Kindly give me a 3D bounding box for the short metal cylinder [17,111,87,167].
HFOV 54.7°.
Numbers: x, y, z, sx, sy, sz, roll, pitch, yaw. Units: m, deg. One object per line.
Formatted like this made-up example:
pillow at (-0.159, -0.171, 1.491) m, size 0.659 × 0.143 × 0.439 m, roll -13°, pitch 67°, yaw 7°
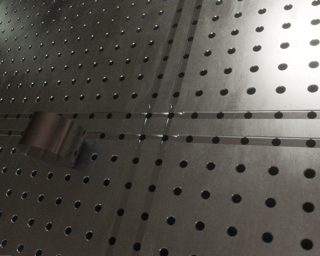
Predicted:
short metal cylinder at (-0.151, 0.018, 0.439) m, size 0.080 × 0.080 × 0.050 m, roll 3°, pitch 63°, yaw 29°
